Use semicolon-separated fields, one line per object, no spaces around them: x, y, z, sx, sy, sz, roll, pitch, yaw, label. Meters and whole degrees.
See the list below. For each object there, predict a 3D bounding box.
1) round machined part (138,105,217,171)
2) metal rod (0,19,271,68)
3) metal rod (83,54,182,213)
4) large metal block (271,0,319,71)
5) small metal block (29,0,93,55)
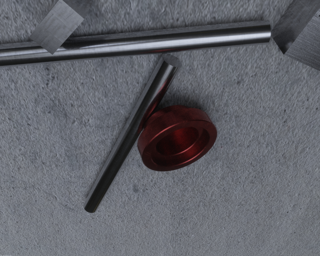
0.018;0.009;0.390;0.099;0.042;0.097;-16;142;-12;round machined part
-0.038;-0.089;0.330;0.302;0.025;0.025;-4;130;3;metal rod
-0.051;0.028;0.430;0.025;0.025;0.298;20;127;-17;metal rod
0.173;-0.103;0.306;0.081;0.050;0.079;18;128;-16;large metal block
-0.094;-0.106;0.299;0.050;0.050;0.025;-37;121;26;small metal block
